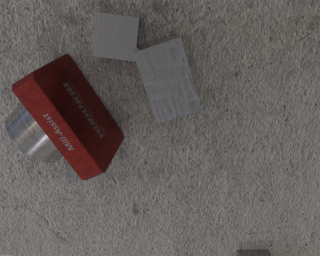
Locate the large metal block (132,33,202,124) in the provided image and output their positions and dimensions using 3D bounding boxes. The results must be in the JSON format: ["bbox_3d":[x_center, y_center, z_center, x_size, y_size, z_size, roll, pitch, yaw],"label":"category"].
[{"bbox_3d":[0.009,-0.061,0.358,0.050,0.080,0.080,-17,109,6],"label":"large metal block"}]

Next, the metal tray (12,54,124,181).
[{"bbox_3d":[-0.099,-0.015,0.365,0.030,0.090,0.130,-25,110,20],"label":"metal tray"}]

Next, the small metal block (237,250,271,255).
[{"bbox_3d":[0.149,0.223,0.493,0.050,0.025,0.050,-1,110,0],"label":"small metal block"}]

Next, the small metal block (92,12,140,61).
[{"bbox_3d":[-0.051,-0.109,0.369,0.050,0.025,0.050,7,110,-3],"label":"small metal block"}]

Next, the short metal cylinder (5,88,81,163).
[{"bbox_3d":[-0.136,-0.005,0.377,0.050,0.080,0.080,-42,105,14],"label":"short metal cylinder"}]
